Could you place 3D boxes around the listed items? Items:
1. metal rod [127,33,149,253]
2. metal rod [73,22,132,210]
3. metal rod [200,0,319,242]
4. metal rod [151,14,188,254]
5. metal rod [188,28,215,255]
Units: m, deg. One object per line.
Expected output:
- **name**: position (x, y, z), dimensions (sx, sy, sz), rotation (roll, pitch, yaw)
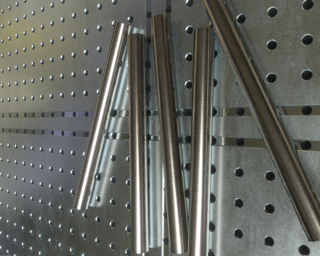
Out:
- **metal rod**: position (-0.030, 0.020, 0.432), dimensions (0.025, 0.025, 0.298), rotation (-2, 89, 39)
- **metal rod**: position (-0.092, -0.011, 0.482), dimensions (0.025, 0.025, 0.298), rotation (25, 106, 37)
- **metal rod**: position (0.101, -0.035, 0.324), dimensions (0.025, 0.025, 0.299), rotation (-31, 71, 35)
- **metal rod**: position (0.013, 0.004, 0.396), dimensions (0.025, 0.025, 0.298), rotation (-8, 85, 39)
- **metal rod**: position (0.049, 0.034, 0.367), dimensions (0.025, 0.025, 0.298), rotation (2, 92, 39)
